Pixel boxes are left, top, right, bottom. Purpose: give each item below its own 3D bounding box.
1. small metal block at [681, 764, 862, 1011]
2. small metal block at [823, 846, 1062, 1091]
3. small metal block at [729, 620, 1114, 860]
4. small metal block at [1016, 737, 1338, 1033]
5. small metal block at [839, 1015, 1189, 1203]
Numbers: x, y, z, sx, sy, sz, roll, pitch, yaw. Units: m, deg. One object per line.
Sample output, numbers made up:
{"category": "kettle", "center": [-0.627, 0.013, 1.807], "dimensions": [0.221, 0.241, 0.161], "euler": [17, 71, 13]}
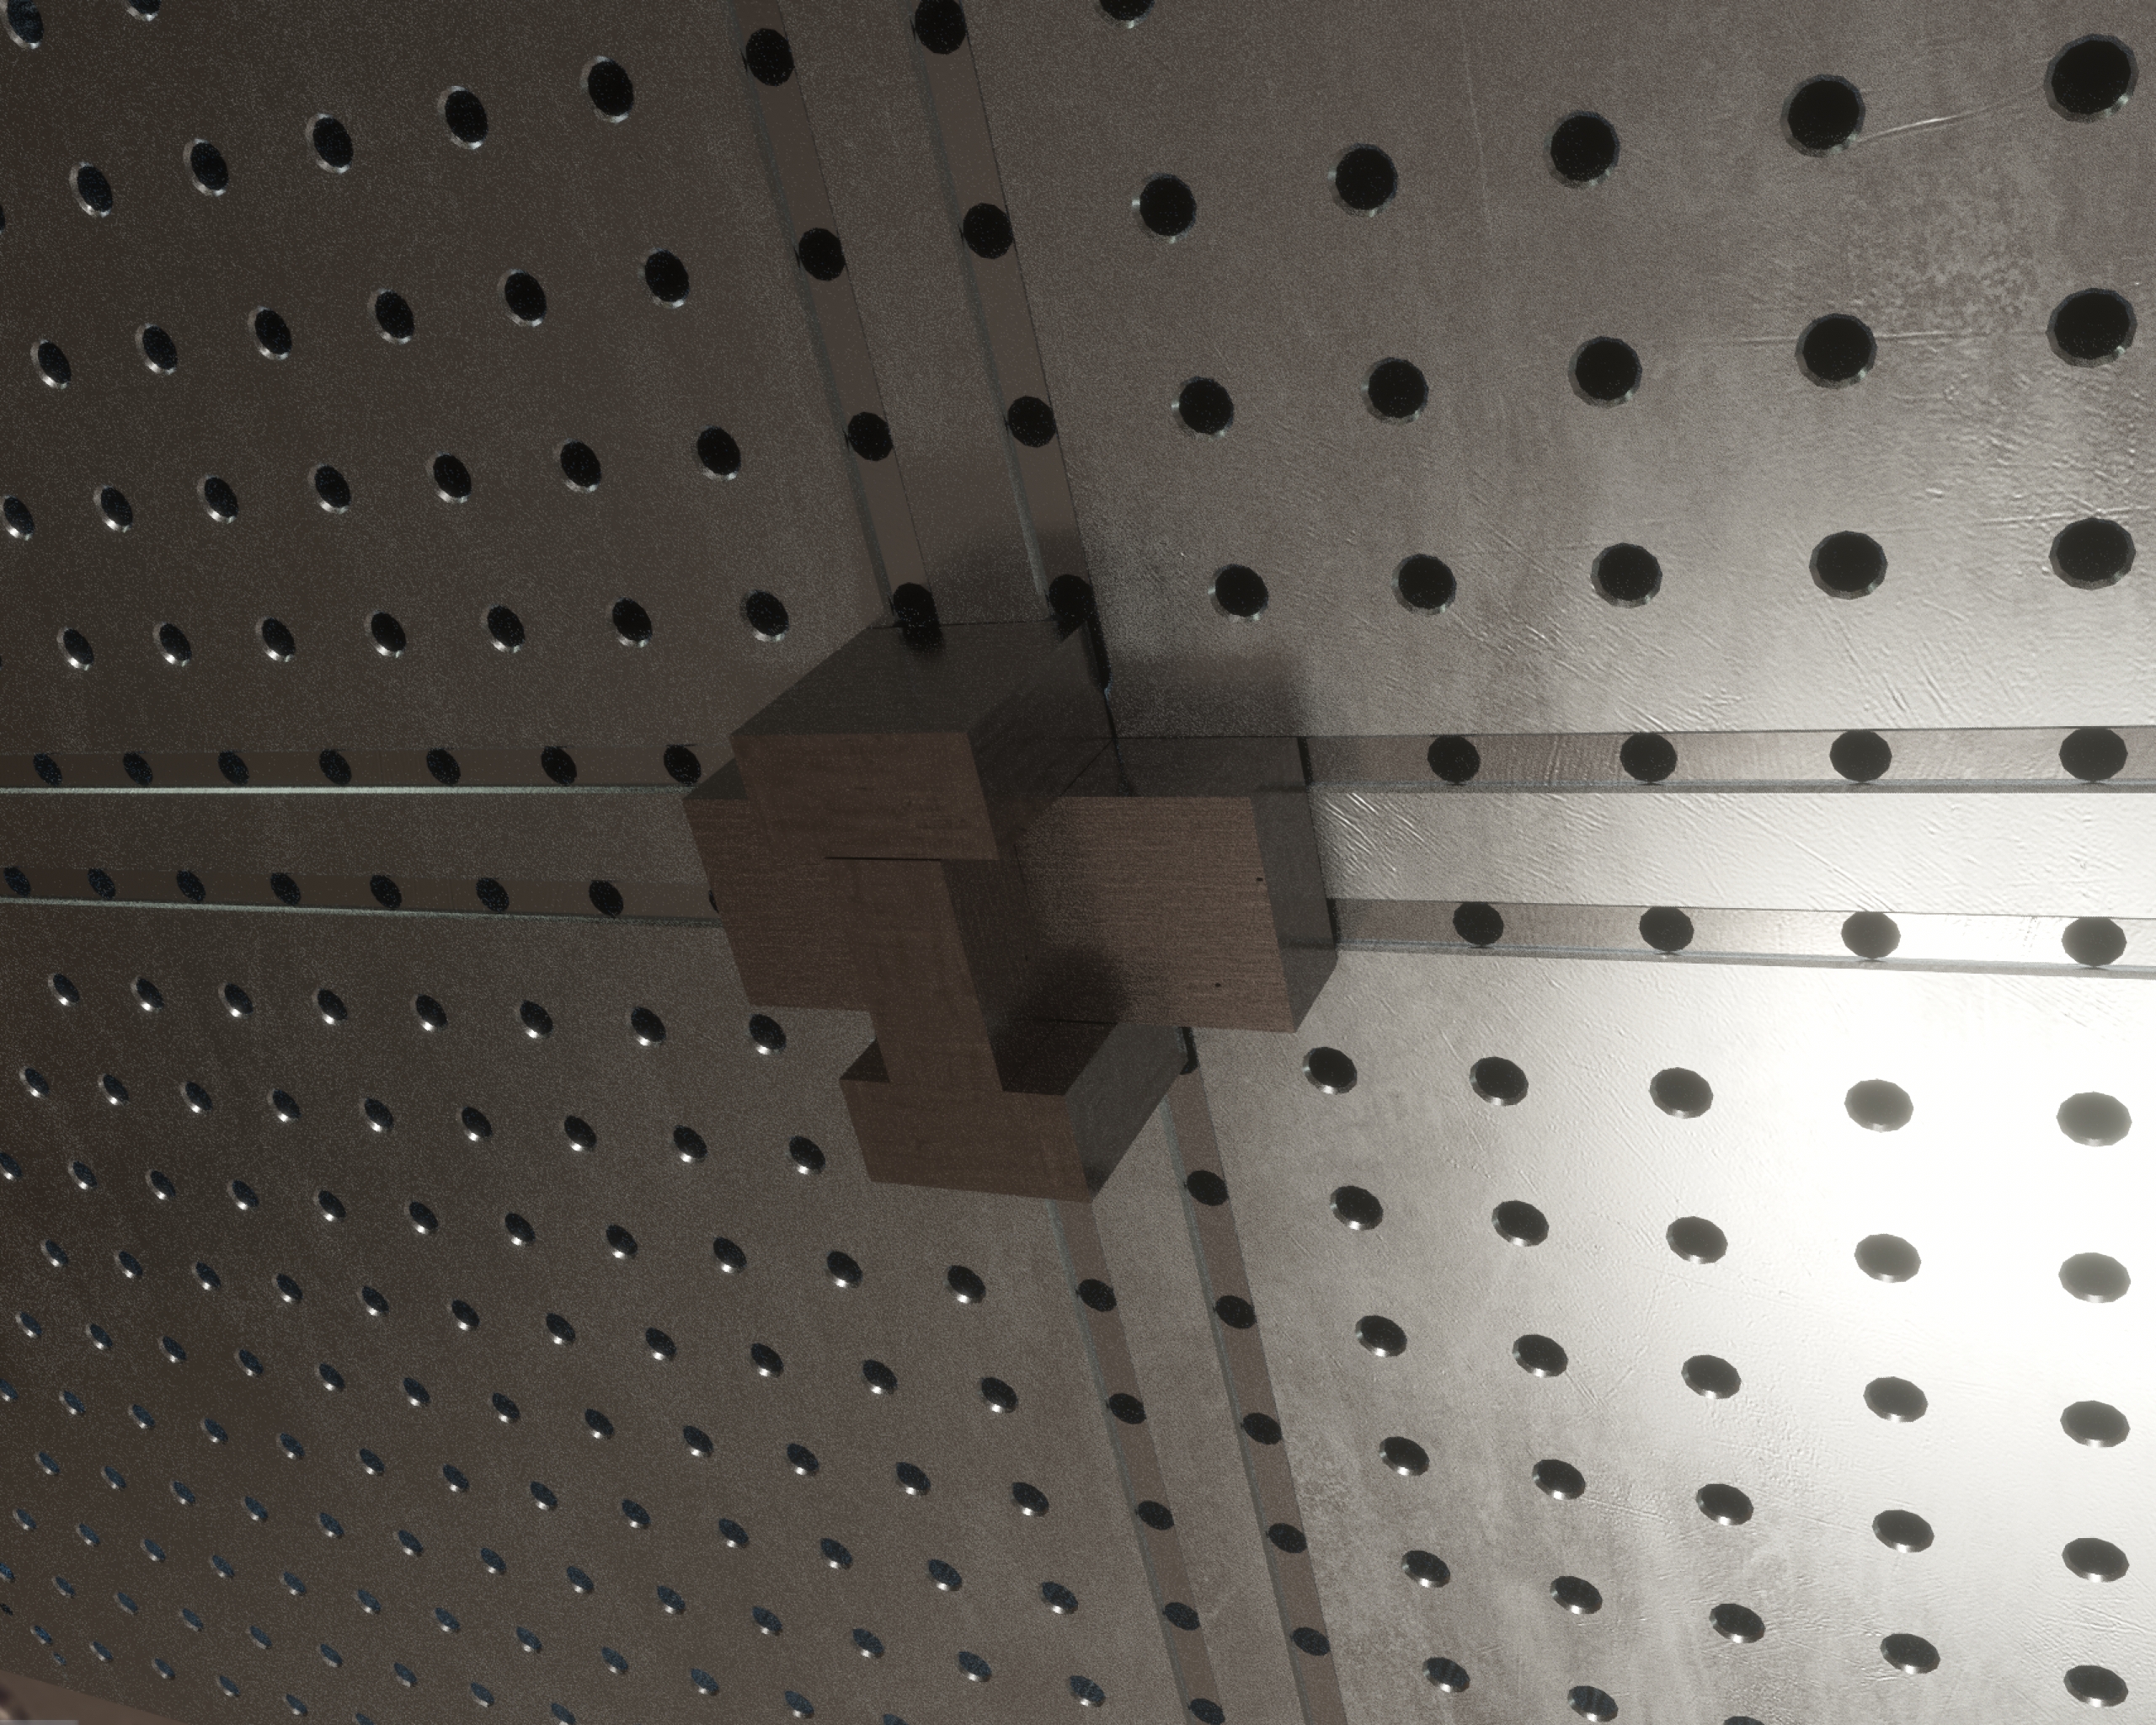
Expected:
{"category": "small metal block", "center": [-0.048, 0.003, 0.437], "dimensions": [0.050, 0.025, 0.050], "euler": [1, 119, 27]}
{"category": "small metal block", "center": [-0.020, 0.009, 0.409], "dimensions": [0.025, 0.050, 0.050], "euler": [1, 119, 27]}
{"category": "small metal block", "center": [-0.028, -0.024, 0.393], "dimensions": [0.050, 0.050, 0.025], "euler": [1, 119, 27]}
{"category": "small metal block", "center": [0.019, 0.004, 0.402], "dimensions": [0.050, 0.025, 0.050], "euler": [1, 119, 27]}
{"category": "small metal block", "center": [-0.012, 0.042, 0.426], "dimensions": [0.050, 0.050, 0.025], "euler": [1, 119, 27]}
